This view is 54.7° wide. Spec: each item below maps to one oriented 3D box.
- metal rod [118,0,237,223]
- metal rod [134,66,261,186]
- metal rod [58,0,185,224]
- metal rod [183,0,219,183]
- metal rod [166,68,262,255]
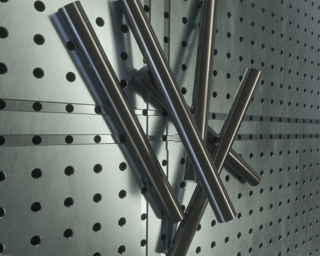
[{"bbox_3d":[0.021,-0.026,0.378,0.025,0.025,0.299,-25,90,-38],"label":"metal rod"},{"bbox_3d":[0.073,0.012,0.472,0.301,0.025,0.025,40,66,-33],"label":"metal rod"},{"bbox_3d":[-0.037,-0.003,0.379,0.025,0.025,0.299,-39,114,-33],"label":"metal rod"},{"bbox_3d":[0.061,-0.074,0.438,0.025,0.025,0.299,21,70,-39],"label":"metal rod"},{"bbox_3d":[0.082,0.048,0.453,0.025,0.025,0.299,32,79,-36],"label":"metal rod"}]
